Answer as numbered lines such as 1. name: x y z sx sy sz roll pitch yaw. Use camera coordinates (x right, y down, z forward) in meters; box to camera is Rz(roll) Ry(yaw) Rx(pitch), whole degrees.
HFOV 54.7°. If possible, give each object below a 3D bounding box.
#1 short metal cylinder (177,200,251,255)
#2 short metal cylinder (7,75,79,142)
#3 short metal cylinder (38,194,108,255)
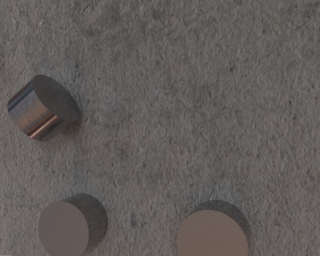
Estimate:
1. short metal cylinder: 0.066 0.132 0.372 0.080 0.050 0.079 0 90 19
2. short metal cylinder: -0.162 -0.028 0.435 0.050 0.080 0.080 -36 79 16
3. short metal cylinder: -0.121 0.138 0.437 0.080 0.050 0.079 0 90 19
